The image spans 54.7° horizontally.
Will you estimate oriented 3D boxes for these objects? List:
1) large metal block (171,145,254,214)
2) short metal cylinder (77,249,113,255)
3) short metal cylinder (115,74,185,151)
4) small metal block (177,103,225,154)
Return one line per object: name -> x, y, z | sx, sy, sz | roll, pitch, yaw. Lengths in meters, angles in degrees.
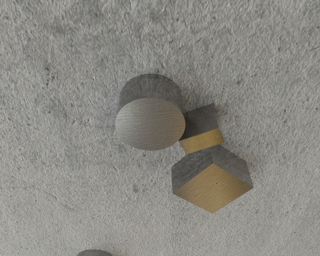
large metal block -> 0.074, 0.072, 0.453 | 0.080, 0.050, 0.080 | 32, 123, -25
short metal cylinder -> -0.138, 0.295, 0.640 | 0.081, 0.050, 0.079 | 0, 130, 0
short metal cylinder -> -0.011, -0.018, 0.375 | 0.081, 0.050, 0.079 | 0, 130, 0
small metal block -> 0.050, 0.000, 0.392 | 0.050, 0.050, 0.025 | -19, 128, 15
